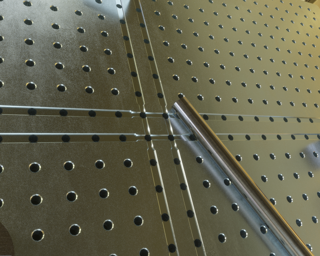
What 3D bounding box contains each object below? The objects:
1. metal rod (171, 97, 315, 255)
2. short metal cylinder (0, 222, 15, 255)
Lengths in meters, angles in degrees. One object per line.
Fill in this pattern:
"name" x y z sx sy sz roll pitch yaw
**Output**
"metal rod" 0.118 0.080 0.422 0.025 0.025 0.300 -31 79 -38
"short metal cylinder" -0.159 0.109 0.240 0.081 0.050 0.080 14 56 -21
